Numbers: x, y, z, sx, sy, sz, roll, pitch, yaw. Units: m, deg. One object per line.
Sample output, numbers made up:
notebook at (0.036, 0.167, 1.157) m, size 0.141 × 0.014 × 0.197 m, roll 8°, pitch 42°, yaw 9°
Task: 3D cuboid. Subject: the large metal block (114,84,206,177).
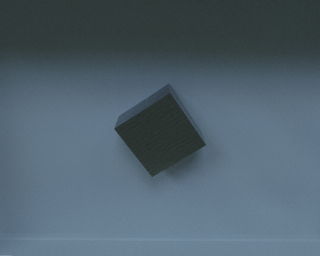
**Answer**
large metal block at (0.001, 0.002, 0.399) m, size 0.080 × 0.050 × 0.080 m, roll -32°, pitch 107°, yaw 11°
